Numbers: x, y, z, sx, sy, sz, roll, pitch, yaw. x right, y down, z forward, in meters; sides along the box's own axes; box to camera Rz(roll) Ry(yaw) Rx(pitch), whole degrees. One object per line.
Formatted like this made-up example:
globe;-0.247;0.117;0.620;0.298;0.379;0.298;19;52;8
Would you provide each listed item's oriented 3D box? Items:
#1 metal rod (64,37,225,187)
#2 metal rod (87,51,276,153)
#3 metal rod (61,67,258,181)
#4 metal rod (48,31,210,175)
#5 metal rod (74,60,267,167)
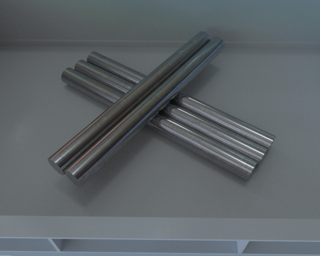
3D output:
metal rod;-0.001;-0.038;0.403;0.025;0.025;0.301;30;56;23
metal rod;0.015;-0.045;0.441;0.300;0.025;0.025;28;56;21
metal rod;-0.016;-0.014;0.415;0.300;0.025;0.025;28;55;21
metal rod;-0.022;-0.050;0.412;0.025;0.025;0.301;30;56;23
metal rod;0.000;-0.029;0.427;0.300;0.025;0.025;28;55;21
